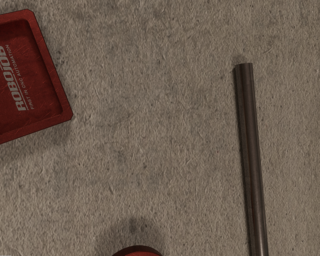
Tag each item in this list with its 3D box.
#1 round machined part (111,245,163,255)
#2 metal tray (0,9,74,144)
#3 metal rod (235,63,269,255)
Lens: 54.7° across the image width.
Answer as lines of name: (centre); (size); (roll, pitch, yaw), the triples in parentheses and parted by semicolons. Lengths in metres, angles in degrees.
round machined part: (-0.033, 0.196, 0.389); (0.099, 0.042, 0.097); (0, 90, -21)
metal tray: (-0.163, -0.056, 0.345); (0.091, 0.030, 0.129); (-22, 98, -19)
metal rod: (0.138, 0.055, 0.461); (0.025, 0.025, 0.298); (-6, 92, -20)
